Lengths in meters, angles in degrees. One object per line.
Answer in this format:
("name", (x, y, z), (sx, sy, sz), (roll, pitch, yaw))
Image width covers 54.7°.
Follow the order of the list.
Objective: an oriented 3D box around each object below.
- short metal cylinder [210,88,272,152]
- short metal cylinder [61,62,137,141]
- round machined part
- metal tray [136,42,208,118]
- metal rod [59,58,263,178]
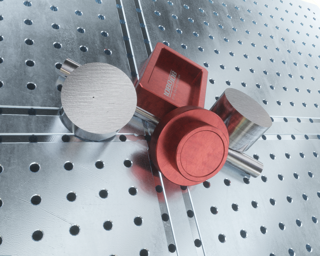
("short metal cylinder", (0.111, -0.012, 0.444), (0.080, 0.050, 0.080), (24, 33, -17))
("short metal cylinder", (-0.072, -0.028, 0.355), (0.081, 0.050, 0.080), (4, 77, -18))
("round machined part", (0.041, 0.025, 0.369), (0.099, 0.042, 0.097), (-6, 106, -21))
("metal tray", (0.018, -0.061, 0.433), (0.090, 0.030, 0.130), (28, 39, -10))
("metal rod", (0.009, -0.008, 0.418), (0.301, 0.025, 0.025), (28, 52, -11))
